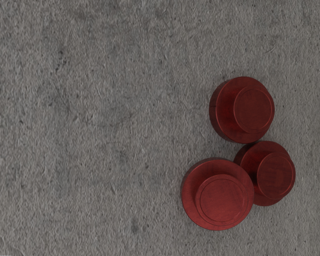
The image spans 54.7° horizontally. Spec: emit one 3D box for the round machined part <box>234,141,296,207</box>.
[{"bbox_3d":[0.159,0.068,0.459,0.099,0.042,0.097,0,90,-20],"label":"round machined part"}]

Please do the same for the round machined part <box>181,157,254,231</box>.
[{"bbox_3d":[0.078,0.091,0.414,0.099,0.042,0.097,0,94,-2],"label":"round machined part"}]

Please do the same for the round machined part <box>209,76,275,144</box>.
[{"bbox_3d":[0.124,-0.026,0.445,0.099,0.042,0.097,0,90,-20],"label":"round machined part"}]
